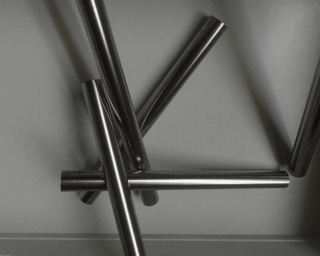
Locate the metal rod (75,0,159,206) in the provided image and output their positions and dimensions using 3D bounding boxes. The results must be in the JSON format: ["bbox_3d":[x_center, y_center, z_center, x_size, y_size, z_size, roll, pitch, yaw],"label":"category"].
[{"bbox_3d":[-0.041,-0.015,0.364,0.025,0.025,0.298,-10,125,4],"label":"metal rod"}]

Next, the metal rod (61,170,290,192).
[{"bbox_3d":[0.030,0.068,0.404,0.302,0.025,0.025,2,111,-14],"label":"metal rod"}]

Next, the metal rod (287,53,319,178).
[{"bbox_3d":[0.173,-0.041,0.328,0.025,0.025,0.299,-8,137,3],"label":"metal rod"}]

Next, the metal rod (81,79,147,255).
[{"bbox_3d":[-0.042,0.092,0.359,0.025,0.025,0.298,-14,92,5],"label":"metal rod"}]

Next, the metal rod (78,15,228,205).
[{"bbox_3d":[-0.018,-0.012,0.406,0.025,0.025,0.299,34,106,-12],"label":"metal rod"}]
